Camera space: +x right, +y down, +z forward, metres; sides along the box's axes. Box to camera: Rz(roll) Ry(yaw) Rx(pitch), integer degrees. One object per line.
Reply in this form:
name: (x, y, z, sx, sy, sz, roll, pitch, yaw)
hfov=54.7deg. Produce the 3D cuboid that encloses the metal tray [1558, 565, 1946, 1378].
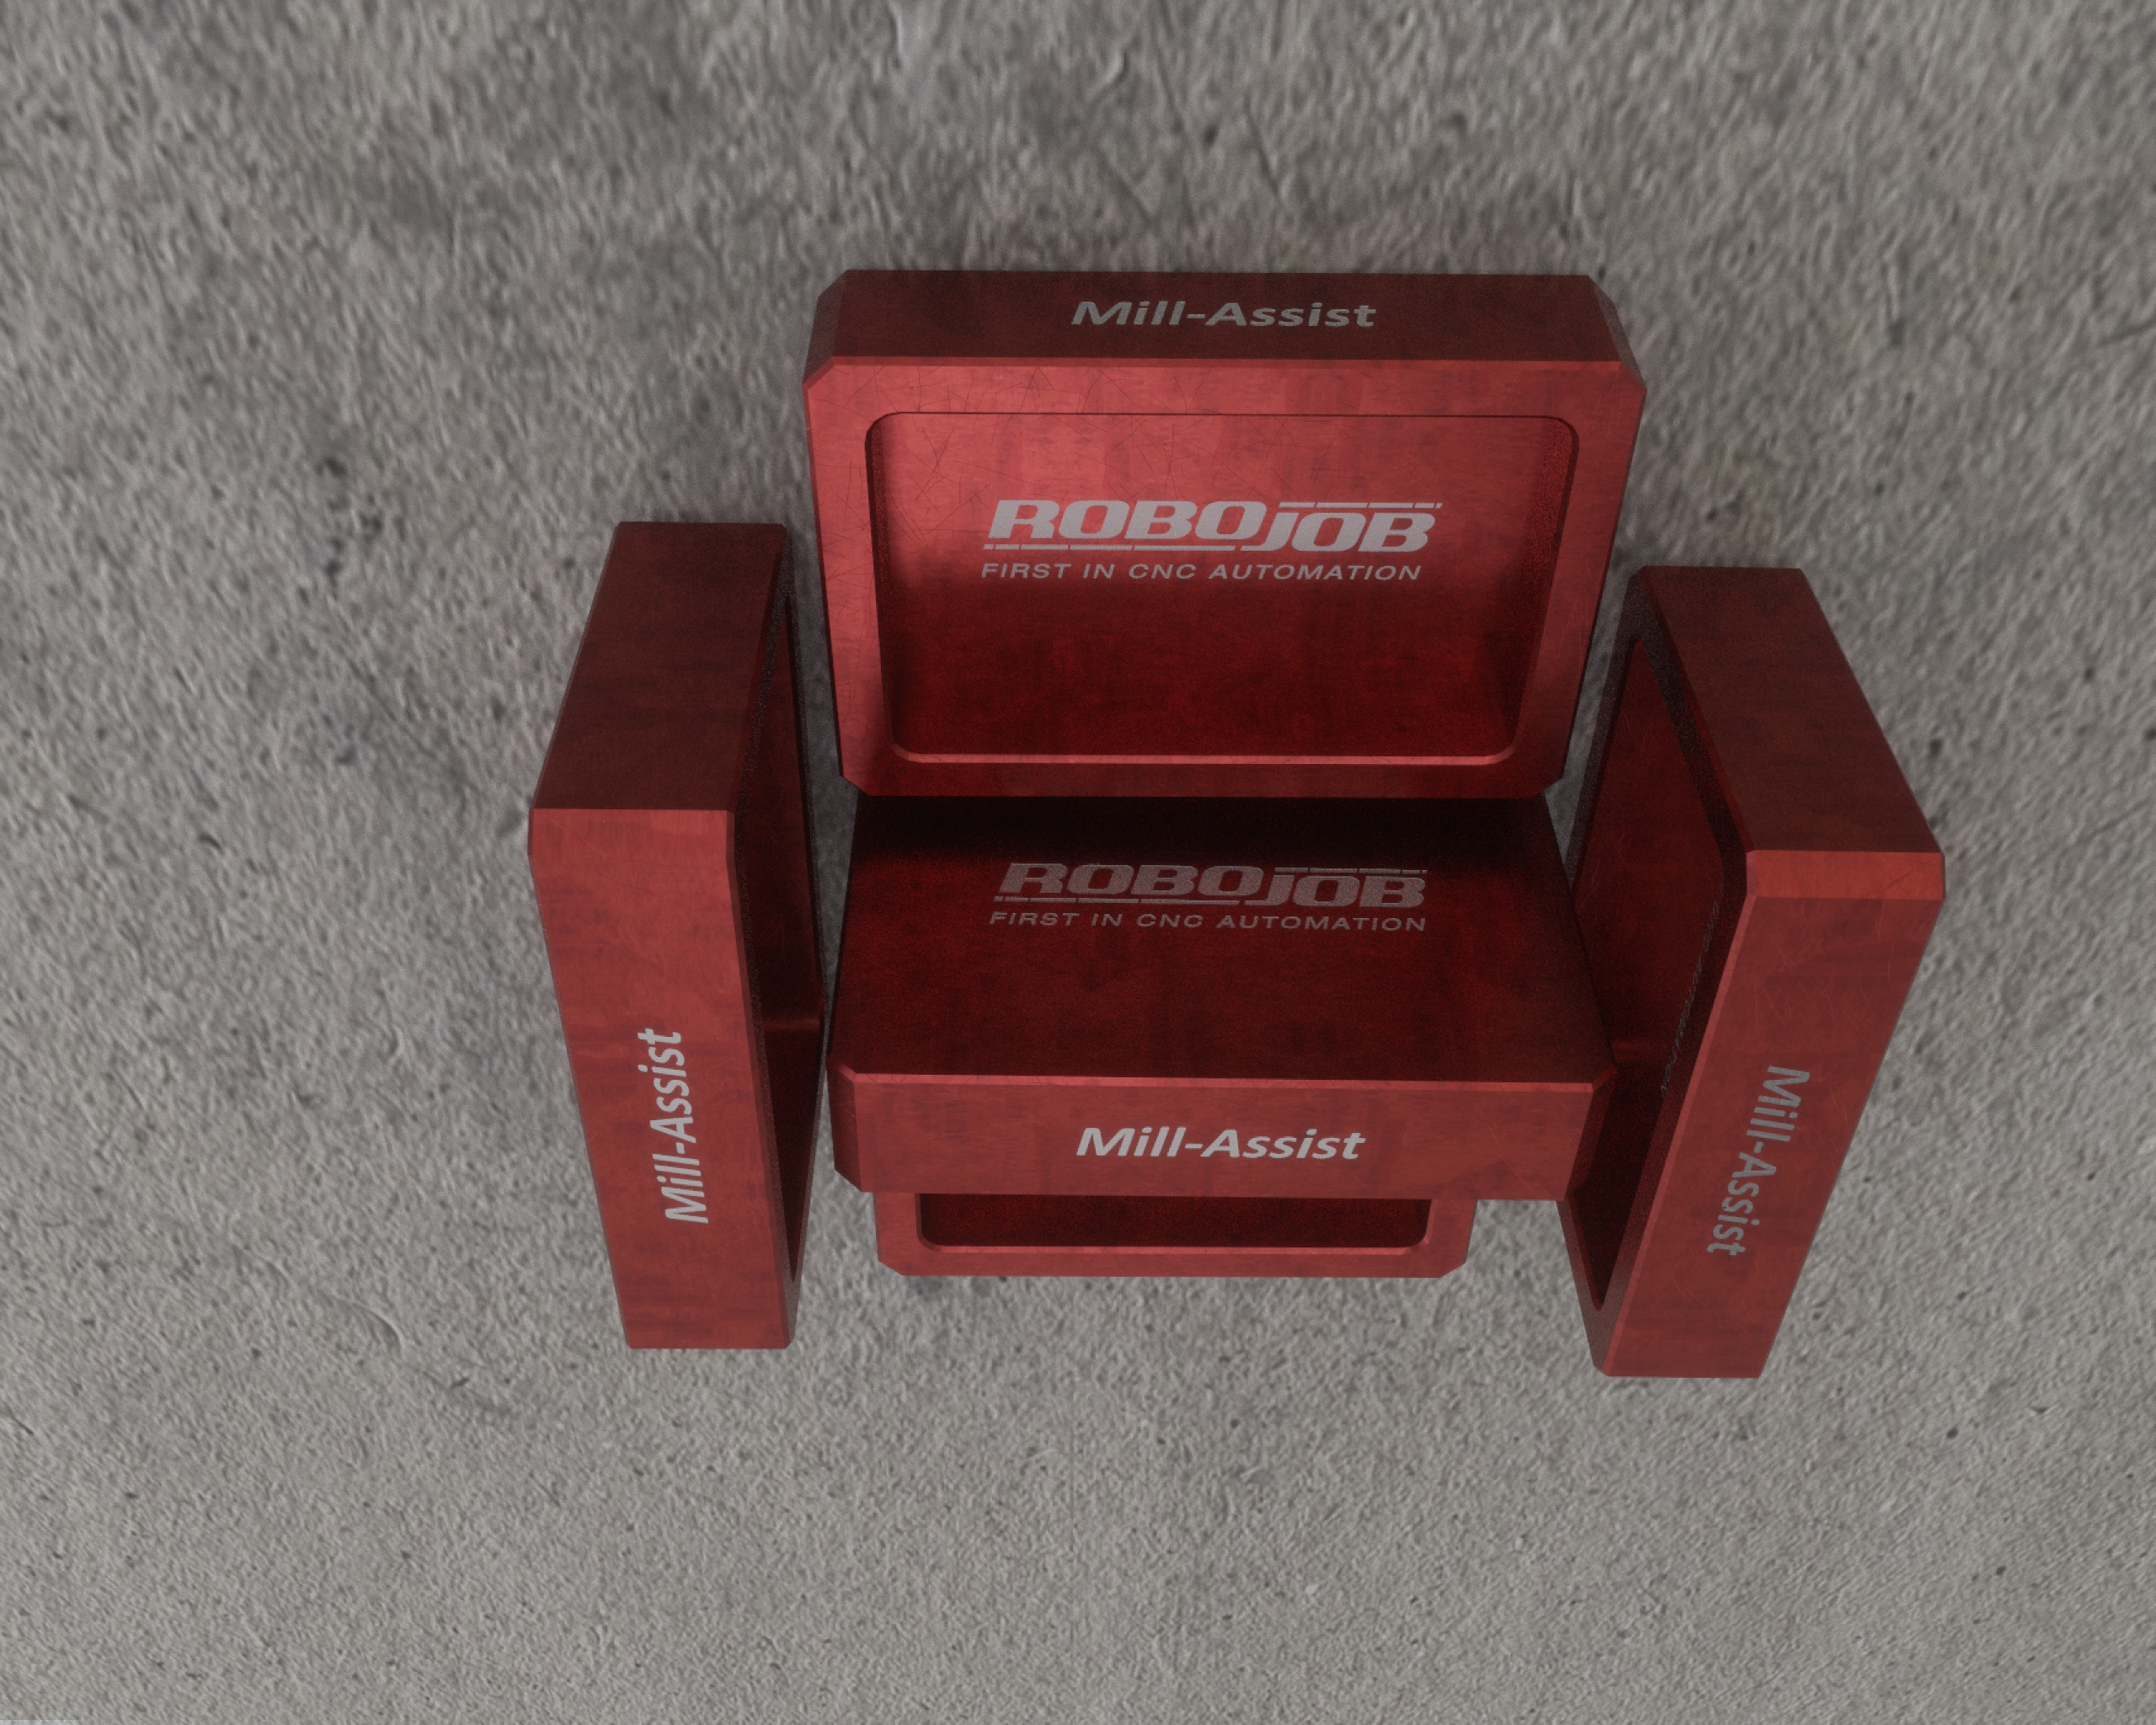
metal tray: (0.114, 0.022, 0.385, 0.030, 0.090, 0.129, 1, 130, -1)

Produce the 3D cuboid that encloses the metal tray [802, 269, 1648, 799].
metal tray: (0.023, -0.054, 0.360, 0.131, 0.030, 0.089, 0, 133, -1)

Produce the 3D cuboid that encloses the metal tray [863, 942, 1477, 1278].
metal tray: (0.021, 0.049, 0.449, 0.131, 0.030, 0.089, 0, 129, -1)

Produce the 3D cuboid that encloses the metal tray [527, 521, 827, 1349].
metal tray: (-0.067, 0.015, 0.378, 0.030, 0.090, 0.129, 1, 131, -1)

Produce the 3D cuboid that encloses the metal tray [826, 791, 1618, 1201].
metal tray: (0.024, 0.017, 0.383, 0.131, 0.090, 0.030, 1, 131, -1)
